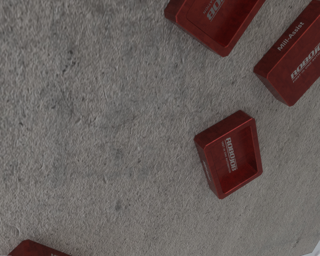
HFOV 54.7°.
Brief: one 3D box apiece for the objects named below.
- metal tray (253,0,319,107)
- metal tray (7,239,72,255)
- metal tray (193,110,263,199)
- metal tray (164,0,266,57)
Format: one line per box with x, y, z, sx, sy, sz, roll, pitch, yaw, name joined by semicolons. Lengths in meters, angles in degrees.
0.208;-0.106;0.451;0.090;0.030;0.130;35;99;-39;metal tray
-0.171;0.220;0.446;0.090;0.030;0.130;-44;130;2;metal tray
0.112;0.045;0.492;0.090;0.030;0.129;-30;129;-9;metal tray
0.076;-0.157;0.347;0.090;0.030;0.129;24;105;-37;metal tray
